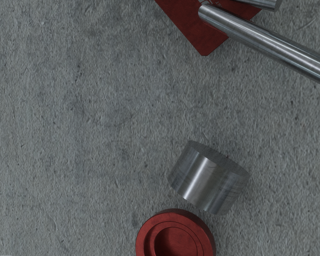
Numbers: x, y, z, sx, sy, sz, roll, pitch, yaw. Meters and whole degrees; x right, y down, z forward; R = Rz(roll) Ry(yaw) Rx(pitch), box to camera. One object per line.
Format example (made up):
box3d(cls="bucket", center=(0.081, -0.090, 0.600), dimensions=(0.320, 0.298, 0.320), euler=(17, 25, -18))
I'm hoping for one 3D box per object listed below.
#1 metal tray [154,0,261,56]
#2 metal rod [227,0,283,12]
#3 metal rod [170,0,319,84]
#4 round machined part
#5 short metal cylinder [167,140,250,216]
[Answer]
box3d(cls="metal tray", center=(0.044, -0.161, 0.360), dimensions=(0.090, 0.030, 0.130), euler=(-40, 106, 15))
box3d(cls="metal rod", center=(-0.001, -0.190, 0.375), dimensions=(0.300, 0.025, 0.025), euler=(26, 99, 24))
box3d(cls="metal rod", center=(0.068, -0.125, 0.354), dimensions=(0.300, 0.025, 0.025), euler=(38, 102, 27))
box3d(cls="round machined part", center=(0.022, 0.150, 0.392), dimensions=(0.098, 0.042, 0.097), euler=(0, 90, 20))
box3d(cls="short metal cylinder", center=(0.056, 0.056, 0.360), dimensions=(0.080, 0.080, 0.050), euler=(31, 100, 17))
